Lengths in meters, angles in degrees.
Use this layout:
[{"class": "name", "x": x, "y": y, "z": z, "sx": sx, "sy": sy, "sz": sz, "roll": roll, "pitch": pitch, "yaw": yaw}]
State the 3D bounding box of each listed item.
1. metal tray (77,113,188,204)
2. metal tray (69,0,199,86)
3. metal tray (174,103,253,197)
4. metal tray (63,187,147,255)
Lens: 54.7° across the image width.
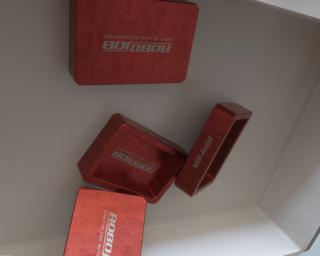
[{"class": "metal tray", "x": -0.031, "y": 0.046, "z": 0.418, "sx": 0.131, "sy": 0.030, "sz": 0.090, "roll": 30, "pitch": 102, "yaw": -38}, {"class": "metal tray", "x": -0.028, "y": -0.094, "z": 0.333, "sx": 0.131, "sy": 0.030, "sz": 0.089, "roll": -6, "pitch": 121, "yaw": -26}, {"class": "metal tray", "x": 0.077, "y": 0.028, "z": 0.440, "sx": 0.090, "sy": 0.030, "sz": 0.129, "roll": -8, "pitch": 128, "yaw": -60}, {"class": "metal tray", "x": -0.070, "y": 0.146, "z": 0.384, "sx": 0.091, "sy": 0.130, "sz": 0.030, "roll": 12, "pitch": 151, "yaw": -13}]
